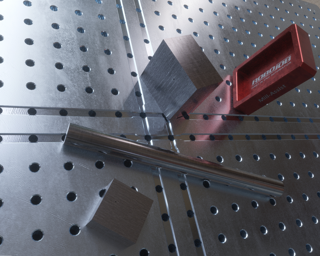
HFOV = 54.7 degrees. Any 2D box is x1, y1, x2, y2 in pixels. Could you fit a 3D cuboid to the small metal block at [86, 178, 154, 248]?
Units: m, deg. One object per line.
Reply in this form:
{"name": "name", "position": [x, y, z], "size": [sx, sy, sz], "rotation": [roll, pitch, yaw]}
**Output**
{"name": "small metal block", "position": [-0.042, 0.090, 0.330], "size": [0.050, 0.025, 0.050], "rotation": [32, 52, -8]}

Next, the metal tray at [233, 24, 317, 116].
{"name": "metal tray", "position": [0.171, -0.088, 0.484], "size": [0.030, 0.129, 0.090], "rotation": [25, 52, -23]}

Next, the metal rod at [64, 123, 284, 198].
{"name": "metal rod", "position": [0.032, 0.047, 0.396], "size": [0.302, 0.025, 0.025], "rotation": [17, 55, -19]}

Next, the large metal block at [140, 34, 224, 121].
{"name": "large metal block", "position": [0.027, -0.069, 0.429], "size": [0.050, 0.080, 0.080], "rotation": [-22, 73, -36]}
